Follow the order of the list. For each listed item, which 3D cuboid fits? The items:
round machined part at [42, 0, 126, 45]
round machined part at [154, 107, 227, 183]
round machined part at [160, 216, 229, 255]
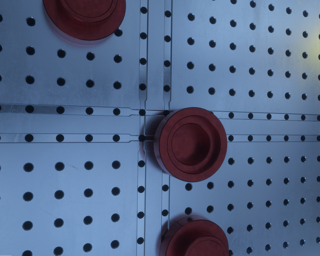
[{"bbox_3d":[-0.089,-0.154,0.371,0.099,0.042,0.097,0,90,-21],"label":"round machined part"},{"bbox_3d":[0.038,0.022,0.419,0.099,0.042,0.097,0,90,-21],"label":"round machined part"},{"bbox_3d":[0.053,0.175,0.425,0.099,0.042,0.097,0,90,-21],"label":"round machined part"}]
